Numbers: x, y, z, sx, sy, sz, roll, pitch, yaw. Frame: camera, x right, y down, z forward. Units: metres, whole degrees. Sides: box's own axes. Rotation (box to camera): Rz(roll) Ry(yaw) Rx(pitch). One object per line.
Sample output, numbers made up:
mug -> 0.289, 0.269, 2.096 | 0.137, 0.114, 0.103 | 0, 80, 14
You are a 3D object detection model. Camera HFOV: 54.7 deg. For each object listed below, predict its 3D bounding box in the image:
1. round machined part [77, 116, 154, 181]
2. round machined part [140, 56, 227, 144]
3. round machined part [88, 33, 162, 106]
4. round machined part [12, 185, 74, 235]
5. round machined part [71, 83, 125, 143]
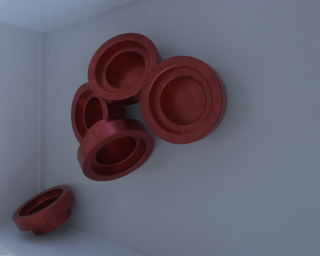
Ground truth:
round machined part -> -0.061, 0.023, 0.409 | 0.097, 0.099, 0.042 | -54, 50, 26
round machined part -> 0.030, -0.032, 0.360 | 0.098, 0.042, 0.097 | 2, 94, 25
round machined part -> -0.042, -0.073, 0.412 | 0.098, 0.042, 0.098 | -7, 68, 18
round machined part -> -0.189, 0.141, 0.519 | 0.098, 0.099, 0.042 | -10, 110, 39
round machined part -> -0.089, -0.018, 0.462 | 0.098, 0.042, 0.097 | 3, 95, 45
